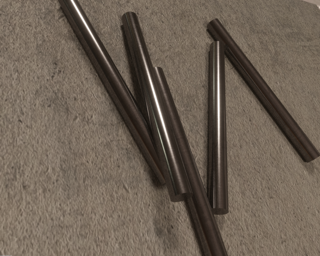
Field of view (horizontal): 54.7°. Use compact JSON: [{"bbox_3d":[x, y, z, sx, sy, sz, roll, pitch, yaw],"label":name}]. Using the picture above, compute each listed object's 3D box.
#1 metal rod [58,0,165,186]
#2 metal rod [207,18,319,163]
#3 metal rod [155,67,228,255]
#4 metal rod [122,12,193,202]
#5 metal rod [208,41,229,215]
[{"bbox_3d":[-0.061,-0.062,0.409,0.025,0.025,0.299,-20,72,-36],"label":"metal rod"},{"bbox_3d":[0.176,-0.072,0.545,0.025,0.025,0.299,-23,74,-37],"label":"metal rod"},{"bbox_3d":[0.034,0.050,0.392,0.025,0.025,0.299,-4,64,-30],"label":"metal rod"},{"bbox_3d":[-0.012,-0.049,0.406,0.025,0.025,0.299,2,54,-28],"label":"metal rod"},{"bbox_3d":[0.086,-0.021,0.464,0.025,0.025,0.300,19,54,-18],"label":"metal rod"}]
